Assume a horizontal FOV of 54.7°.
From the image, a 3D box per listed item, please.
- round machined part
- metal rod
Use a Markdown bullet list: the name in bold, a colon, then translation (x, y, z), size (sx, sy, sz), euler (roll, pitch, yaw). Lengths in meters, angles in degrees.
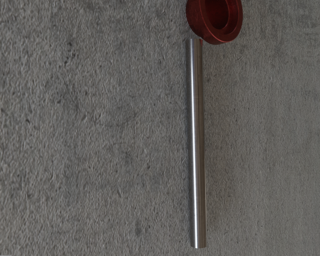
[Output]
- **round machined part**: translation (0.077, -0.173, 0.460), size (0.099, 0.042, 0.097), euler (0, 90, -40)
- **metal rod**: translation (0.053, 0.023, 0.451), size (0.025, 0.025, 0.298), euler (-3, 92, -40)
